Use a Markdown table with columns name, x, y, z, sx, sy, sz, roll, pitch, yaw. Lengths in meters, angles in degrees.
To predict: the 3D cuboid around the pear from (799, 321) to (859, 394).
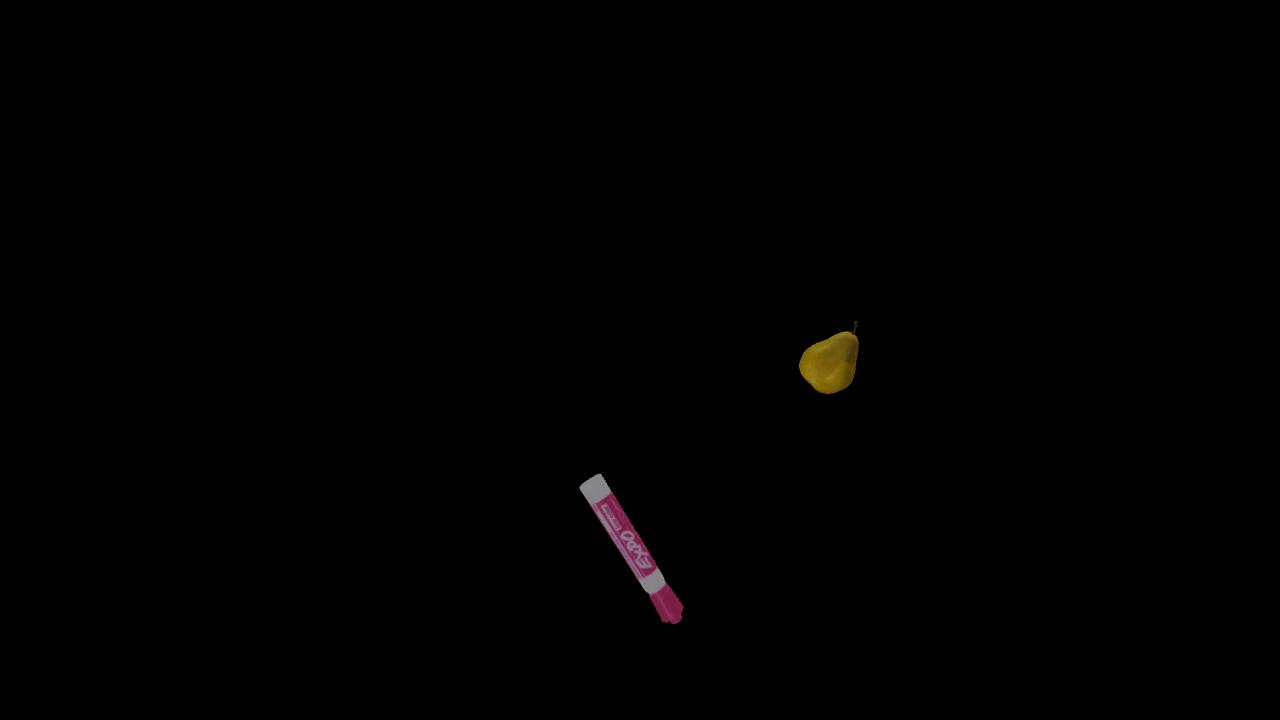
| name | x | y | z | sx | sy | sz | roll | pitch | yaw |
| --- | --- | --- | --- | --- | --- | --- | --- | --- | --- |
| pear | 0.289 | -0.005 | 0.895 | 0.111 | 0.080 | 0.080 | -48 | -24 | 24 |

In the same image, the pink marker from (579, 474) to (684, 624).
| name | x | y | z | sx | sy | sz | roll | pitch | yaw |
| --- | --- | --- | --- | --- | --- | --- | --- | --- | --- |
| pink marker | -0.004 | 0.138 | 0.447 | 0.020 | 0.121 | 0.020 | -32 | 1 | 0 |
